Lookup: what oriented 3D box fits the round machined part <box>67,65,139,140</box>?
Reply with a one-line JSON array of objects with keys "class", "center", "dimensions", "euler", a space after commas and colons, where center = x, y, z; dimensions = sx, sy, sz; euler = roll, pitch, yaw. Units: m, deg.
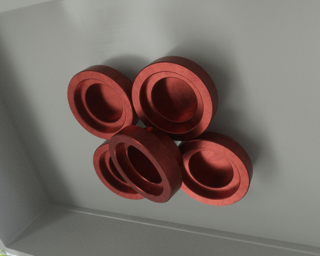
[{"class": "round machined part", "center": [-0.068, -0.036, 0.407], "dimensions": [0.098, 0.042, 0.097], "euler": [13, 124, 20]}]

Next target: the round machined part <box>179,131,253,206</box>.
[{"class": "round machined part", "center": [0.066, 0.046, 0.388], "dimensions": [0.098, 0.042, 0.097], "euler": [13, 124, 20]}]

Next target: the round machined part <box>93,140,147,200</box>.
[{"class": "round machined part", "center": [-0.044, 0.053, 0.450], "dimensions": [0.098, 0.042, 0.097], "euler": [13, 124, 20]}]

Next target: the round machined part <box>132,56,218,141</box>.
[{"class": "round machined part", "center": [0.020, -0.037, 0.361], "dimensions": [0.098, 0.042, 0.097], "euler": [13, 124, 20]}]

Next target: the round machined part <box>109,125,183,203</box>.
[{"class": "round machined part", "center": [-0.012, 0.037, 0.368], "dimensions": [0.098, 0.042, 0.097], "euler": [30, 141, 28]}]
